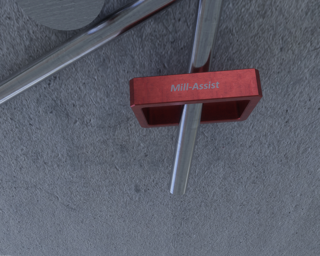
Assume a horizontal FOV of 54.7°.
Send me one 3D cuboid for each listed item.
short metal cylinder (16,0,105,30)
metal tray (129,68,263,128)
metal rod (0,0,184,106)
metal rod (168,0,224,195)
[{"bbox_3d":[-0.085,-0.135,0.275,0.081,0.050,0.079,0,130,0],"label":"short metal cylinder"},{"bbox_3d":[0.038,-0.030,0.348,0.131,0.030,0.090,-4,165,3],"label":"metal tray"},{"bbox_3d":[-0.108,-0.078,0.339,0.300,0.025,0.025,-24,126,19],"label":"metal rod"},{"bbox_3d":[0.039,-0.045,0.340,0.025,0.025,0.298,4,121,-4],"label":"metal rod"}]
